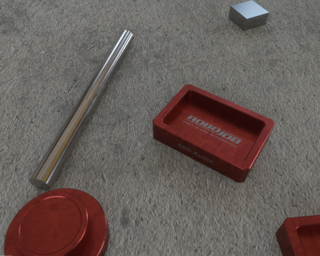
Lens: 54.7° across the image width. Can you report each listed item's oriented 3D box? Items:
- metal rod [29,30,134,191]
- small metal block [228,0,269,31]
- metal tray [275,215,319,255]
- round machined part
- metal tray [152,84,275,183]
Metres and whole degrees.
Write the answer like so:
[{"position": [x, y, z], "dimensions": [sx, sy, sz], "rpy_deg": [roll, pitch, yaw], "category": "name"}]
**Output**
[{"position": [-0.096, -0.047, 0.441], "dimensions": [0.025, 0.025, 0.300], "rpy_deg": [12, 51, 9], "category": "metal rod"}, {"position": [0.167, -0.213, 0.584], "dimensions": [0.050, 0.025, 0.050], "rpy_deg": [-21, 53, -17], "category": "small metal block"}, {"position": [0.190, 0.128, 0.294], "dimensions": [0.131, 0.030, 0.090], "rpy_deg": [-4, 50, -4], "category": "metal tray"}, {"position": [-0.102, 0.102, 0.305], "dimensions": [0.099, 0.042, 0.098], "rpy_deg": [0, 50, 0], "category": "round machined part"}, {"position": [0.067, 0.002, 0.399], "dimensions": [0.130, 0.030, 0.090], "rpy_deg": [27, 55, 20], "category": "metal tray"}]
